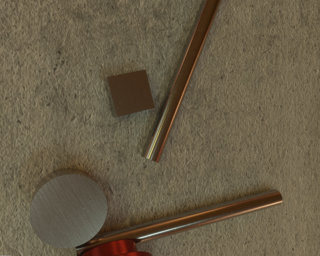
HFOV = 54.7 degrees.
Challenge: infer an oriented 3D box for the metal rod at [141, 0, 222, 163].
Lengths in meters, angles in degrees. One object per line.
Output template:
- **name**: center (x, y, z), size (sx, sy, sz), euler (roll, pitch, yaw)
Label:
- **metal rod**: center (0.041, -0.096, 0.425), size (0.025, 0.025, 0.299), euler (24, 82, -19)

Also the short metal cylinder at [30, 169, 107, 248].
- **short metal cylinder**: center (-0.106, 0.089, 0.357), size (0.081, 0.050, 0.079), euler (0, 90, -21)

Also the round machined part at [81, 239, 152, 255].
- **round machined part**: center (-0.056, 0.165, 0.361), size (0.099, 0.097, 0.042), euler (-8, 52, -20)

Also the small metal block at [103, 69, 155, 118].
- **small metal block**: center (-0.040, -0.044, 0.395), size (0.050, 0.025, 0.050), euler (-15, 96, -20)

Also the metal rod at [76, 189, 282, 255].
- **metal rod**: center (0.039, 0.127, 0.425), size (0.303, 0.025, 0.025), euler (-8, 93, -20)
